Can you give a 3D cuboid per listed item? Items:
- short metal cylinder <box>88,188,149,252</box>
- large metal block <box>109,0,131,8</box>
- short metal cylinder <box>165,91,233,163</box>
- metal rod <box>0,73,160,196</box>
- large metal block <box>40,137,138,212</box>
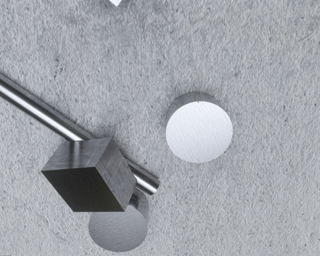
[{"bbox_3d":[-0.057,0.128,0.443,0.081,0.050,0.079,0,110,0],"label":"short metal cylinder"},{"bbox_3d":[-0.057,-0.171,0.317,0.080,0.080,0.050,37,106,-13],"label":"large metal block"},{"bbox_3d":[0.047,-0.002,0.396,0.081,0.050,0.079,0,110,0],"label":"short metal cylinder"},{"bbox_3d":[-0.126,0.000,0.408,0.301,0.025,0.025,36,106,-13],"label":"metal rod"},{"bbox_3d":[-0.087,0.062,0.396,0.080,0.050,0.080,-7,126,24],"label":"large metal block"}]
